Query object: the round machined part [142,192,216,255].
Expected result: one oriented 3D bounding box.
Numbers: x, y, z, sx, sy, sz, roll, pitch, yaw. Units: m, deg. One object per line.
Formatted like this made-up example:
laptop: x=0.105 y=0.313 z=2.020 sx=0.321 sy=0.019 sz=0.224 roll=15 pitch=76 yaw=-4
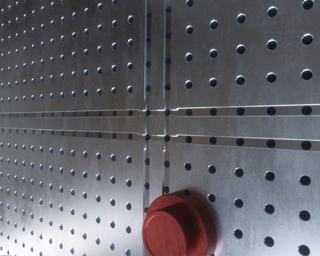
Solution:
round machined part: x=0.016 y=0.132 z=0.383 sx=0.098 sy=0.042 sz=0.097 roll=0 pitch=90 yaw=39
